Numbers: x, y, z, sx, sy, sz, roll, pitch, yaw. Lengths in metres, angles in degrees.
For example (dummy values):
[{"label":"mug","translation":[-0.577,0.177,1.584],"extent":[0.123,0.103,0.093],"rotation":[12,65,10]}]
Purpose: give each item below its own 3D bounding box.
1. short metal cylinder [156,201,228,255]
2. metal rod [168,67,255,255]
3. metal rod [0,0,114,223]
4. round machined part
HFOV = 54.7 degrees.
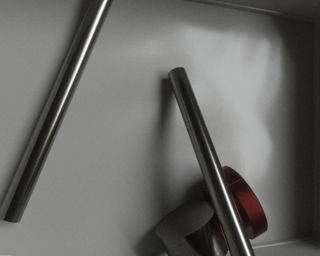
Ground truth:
[{"label":"short metal cylinder","translation":[0.043,0.138,0.399],"extent":[0.081,0.080,0.050],"rotation":[-28,100,-18]},{"label":"metal rod","translation":[0.065,0.058,0.370],"extent":[0.025,0.025,0.299],"rotation":[-10,68,-20]},{"label":"metal rod","translation":[-0.117,-0.037,0.367],"extent":[0.025,0.025,0.299],"rotation":[23,82,-19]},{"label":"round machined part","translation":[0.092,0.103,0.408],"extent":[0.042,0.098,0.098],"rotation":[-27,100,-10]}]
